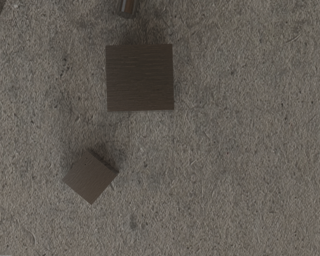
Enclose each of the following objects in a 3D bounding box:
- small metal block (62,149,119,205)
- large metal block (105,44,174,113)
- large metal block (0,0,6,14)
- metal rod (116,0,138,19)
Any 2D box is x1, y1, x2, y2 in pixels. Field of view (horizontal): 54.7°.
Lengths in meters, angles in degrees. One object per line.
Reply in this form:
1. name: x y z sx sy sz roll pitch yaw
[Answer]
1. small metal block: -0.091 0.064 0.409 0.050 0.025 0.050 40 90 0
2. large metal block: -0.024 -0.061 0.397 0.081 0.050 0.079 -2 90 0
3. large metal block: -0.243 -0.195 0.395 0.080 0.050 0.080 23 90 0
4. metal rod: -0.017 -0.295 0.409 0.025 0.025 0.298 11 90 0
